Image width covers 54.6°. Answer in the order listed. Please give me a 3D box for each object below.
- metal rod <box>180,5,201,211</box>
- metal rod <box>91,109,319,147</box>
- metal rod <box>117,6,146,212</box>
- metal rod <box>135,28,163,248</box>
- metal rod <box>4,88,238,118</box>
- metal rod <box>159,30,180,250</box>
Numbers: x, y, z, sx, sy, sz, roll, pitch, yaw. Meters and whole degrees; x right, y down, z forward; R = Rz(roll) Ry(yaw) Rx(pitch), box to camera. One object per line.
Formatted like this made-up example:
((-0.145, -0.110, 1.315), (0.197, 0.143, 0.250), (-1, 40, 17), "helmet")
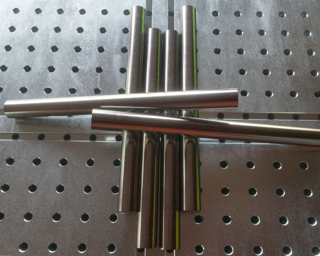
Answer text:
((0.040, -0.040, 0.426), (0.025, 0.025, 0.299), (1, 70, 0), "metal rod")
((0.069, 0.002, 0.390), (0.302, 0.025, 0.025), (5, 70, -8), "metal rod")
((-0.036, -0.039, 0.425), (0.025, 0.025, 0.299), (1, 70, 0), "metal rod")
((-0.012, -0.001, 0.411), (0.025, 0.025, 0.299), (1, 70, 0), "metal rod")
((-0.055, -0.031, 0.398), (0.301, 0.025, 0.025), (-2, 70, 9), "metal rod")
((0.014, 0.001, 0.412), (0.025, 0.025, 0.299), (1, 70, 0), "metal rod")
